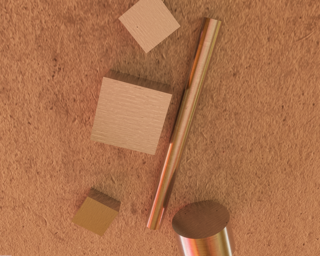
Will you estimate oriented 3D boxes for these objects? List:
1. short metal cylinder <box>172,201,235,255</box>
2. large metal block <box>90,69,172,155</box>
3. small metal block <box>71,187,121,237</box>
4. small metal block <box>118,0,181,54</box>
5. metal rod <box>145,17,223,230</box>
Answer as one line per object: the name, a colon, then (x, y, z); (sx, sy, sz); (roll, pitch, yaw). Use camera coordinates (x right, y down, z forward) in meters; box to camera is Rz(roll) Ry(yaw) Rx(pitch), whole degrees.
short metal cylinder: (0.062, 0.148, 0.436); (0.080, 0.080, 0.050); (-12, 110, 4)
large metal block: (-0.035, -0.021, 0.388); (0.081, 0.050, 0.079); (14, 109, -6)
small metal block: (-0.093, 0.123, 0.454); (0.050, 0.025, 0.050); (31, 107, -11)
small metal block: (-0.012, -0.125, 0.364); (0.050, 0.025, 0.050); (-36, 107, 12)
metal rod: (0.026, 0.008, 0.413); (0.025, 0.025, 0.298); (13, 110, -5)
